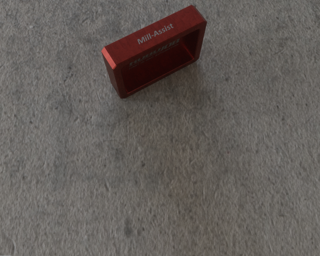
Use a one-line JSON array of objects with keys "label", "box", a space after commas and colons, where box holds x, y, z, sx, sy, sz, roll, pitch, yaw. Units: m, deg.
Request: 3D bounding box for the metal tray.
[{"label": "metal tray", "box": [-0.006, -0.097, 0.408, 0.131, 0.090, 0.030, -29, 73, -10]}]
